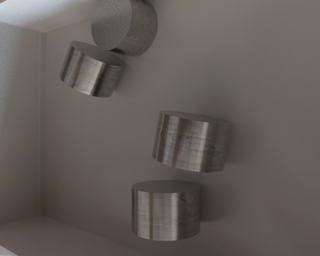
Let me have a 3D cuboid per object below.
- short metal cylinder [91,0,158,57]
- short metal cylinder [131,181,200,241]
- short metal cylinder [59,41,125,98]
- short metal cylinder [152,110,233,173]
[{"bbox_3d":[-0.050,-0.143,0.430,0.080,0.050,0.079,0,90,39],"label":"short metal cylinder"},{"bbox_3d":[0.007,0.093,0.364,0.080,0.081,0.050,0,90,39],"label":"short metal cylinder"},{"bbox_3d":[-0.098,-0.085,0.449,0.080,0.081,0.050,40,114,32],"label":"short metal cylinder"},{"bbox_3d":[0.035,0.012,0.341,0.080,0.081,0.050,16,100,38],"label":"short metal cylinder"}]
